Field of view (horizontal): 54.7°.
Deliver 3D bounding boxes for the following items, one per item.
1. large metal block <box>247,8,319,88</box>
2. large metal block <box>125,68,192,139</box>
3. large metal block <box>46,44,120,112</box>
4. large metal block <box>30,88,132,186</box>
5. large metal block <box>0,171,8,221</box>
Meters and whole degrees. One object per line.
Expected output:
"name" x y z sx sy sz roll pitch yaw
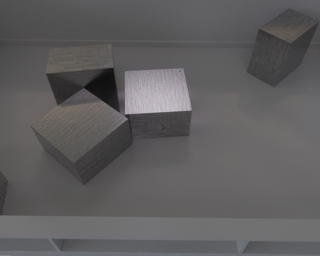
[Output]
"large metal block" 0.186 -0.122 0.473 0.080 0.080 0.050 -37 59 -27
"large metal block" -0.005 -0.033 0.417 0.081 0.050 0.080 -3 50 -3
"large metal block" -0.100 -0.063 0.421 0.081 0.080 0.050 -6 50 -5
"large metal block" -0.093 0.008 0.379 0.080 0.050 0.080 34 60 25
"large metal block" -0.216 0.061 0.316 0.081 0.080 0.050 -7 51 -6
